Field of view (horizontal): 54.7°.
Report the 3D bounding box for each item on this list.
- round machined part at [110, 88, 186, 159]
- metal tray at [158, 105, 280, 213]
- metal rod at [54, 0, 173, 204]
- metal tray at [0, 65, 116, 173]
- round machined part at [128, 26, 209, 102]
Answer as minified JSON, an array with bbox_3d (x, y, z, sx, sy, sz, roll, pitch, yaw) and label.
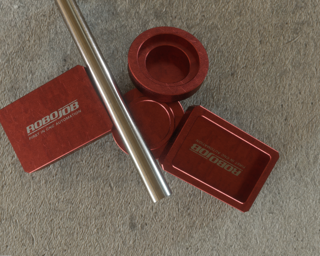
[{"bbox_3d":[-0.015,-0.007,0.403,0.099,0.042,0.097,0,90,0],"label":"round machined part"},{"bbox_3d":[0.075,0.039,0.398,0.131,0.030,0.090,29,90,-11],"label":"metal tray"},{"bbox_3d":[-0.064,-0.051,0.377,0.025,0.025,0.299,-27,77,0],"label":"metal rod"},{"bbox_3d":[-0.130,-0.010,0.397,0.130,0.030,0.090,-28,87,8],"label":"metal tray"},{"bbox_3d":[0.008,-0.076,0.392,0.099,0.042,0.098,3,68,-6],"label":"round machined part"}]
